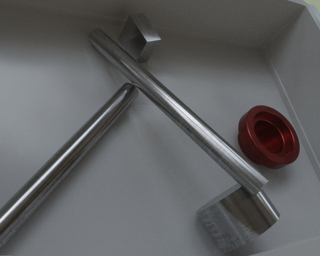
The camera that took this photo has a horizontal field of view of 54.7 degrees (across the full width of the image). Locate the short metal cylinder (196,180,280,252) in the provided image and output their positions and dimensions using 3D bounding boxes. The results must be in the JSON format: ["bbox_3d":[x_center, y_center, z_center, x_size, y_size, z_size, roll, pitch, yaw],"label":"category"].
[{"bbox_3d":[0.089,0.099,0.360,0.081,0.080,0.050,-24,75,-37],"label":"short metal cylinder"}]

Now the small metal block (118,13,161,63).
[{"bbox_3d":[-0.031,-0.130,0.454,0.025,0.050,0.050,-21,74,-36],"label":"small metal block"}]

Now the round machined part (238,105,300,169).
[{"bbox_3d":[0.160,0.018,0.473,0.099,0.042,0.098,14,56,-21],"label":"round machined part"}]

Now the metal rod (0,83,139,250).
[{"bbox_3d":[-0.108,0.044,0.321,0.025,0.025,0.301,39,51,-3],"label":"metal rod"}]

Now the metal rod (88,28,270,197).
[{"bbox_3d":[0.006,-0.034,0.378,0.025,0.025,0.300,-26,60,-37],"label":"metal rod"}]
